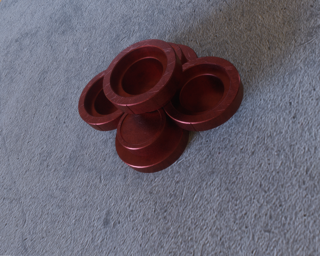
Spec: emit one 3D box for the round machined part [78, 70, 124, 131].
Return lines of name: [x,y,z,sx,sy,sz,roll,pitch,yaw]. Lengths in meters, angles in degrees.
round machined part: [-0.066,-0.038,0.450,0.098,0.042,0.098,-13,56,20]

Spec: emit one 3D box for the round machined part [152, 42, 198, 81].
round machined part: [0.007,-0.082,0.440,0.098,0.042,0.098,-13,56,20]

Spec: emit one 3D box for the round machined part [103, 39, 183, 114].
round machined part: [-0.018,-0.059,0.384,0.098,0.042,0.098,-13,57,21]

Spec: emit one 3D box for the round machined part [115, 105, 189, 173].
round machined part: [-0.016,0.005,0.398,0.098,0.042,0.098,-13,56,20]

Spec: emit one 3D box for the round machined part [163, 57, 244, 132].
round machined part: [0.055,-0.038,0.388,0.098,0.042,0.098,-13,56,20]
